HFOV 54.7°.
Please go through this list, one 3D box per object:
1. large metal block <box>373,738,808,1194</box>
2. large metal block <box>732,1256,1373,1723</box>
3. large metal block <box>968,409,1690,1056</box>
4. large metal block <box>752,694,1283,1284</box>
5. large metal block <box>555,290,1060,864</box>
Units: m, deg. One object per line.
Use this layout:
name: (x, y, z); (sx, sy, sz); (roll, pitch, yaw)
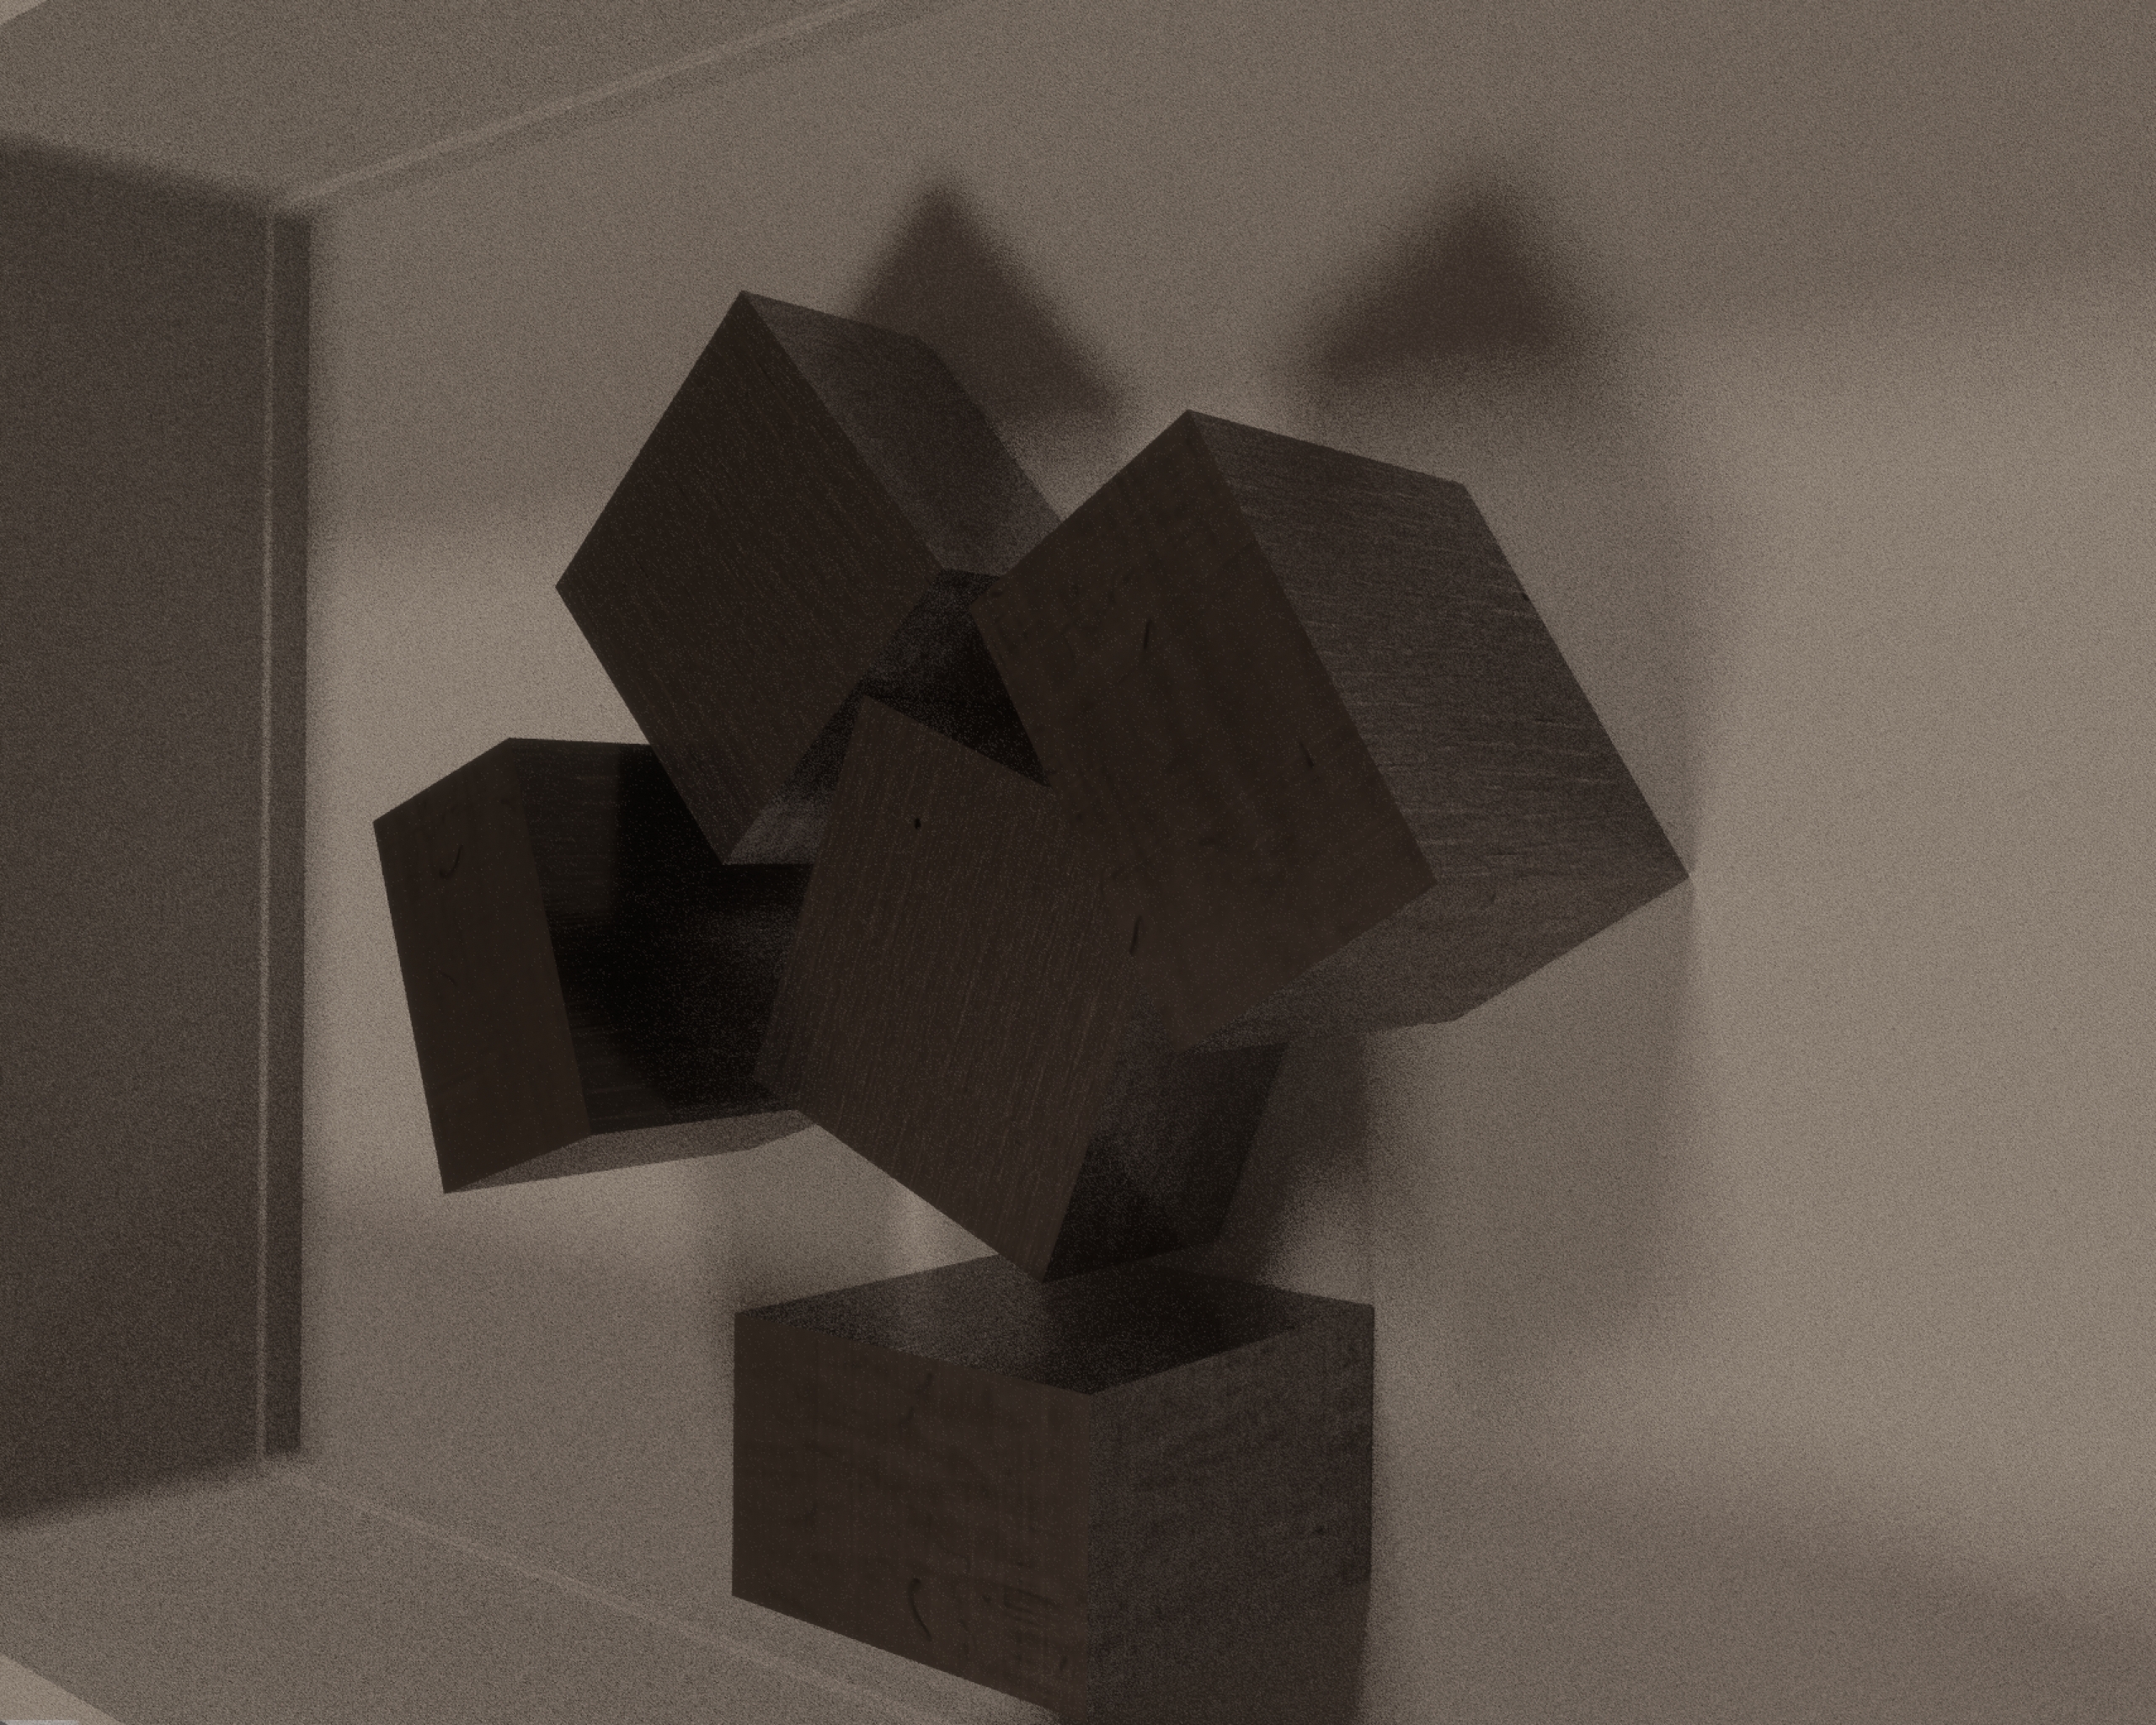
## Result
large metal block: (-0.093, 0.021, 0.444); (0.050, 0.081, 0.080); (-24, 75, 37)
large metal block: (-0.004, 0.104, 0.371); (0.080, 0.081, 0.050); (1, 91, 39)
large metal block: (0.041, -0.019, 0.333); (0.050, 0.081, 0.080); (-38, 67, 33)
large metal block: (-0.007, 0.021, 0.393); (0.080, 0.050, 0.079); (28, 108, 36)
large metal block: (-0.052, -0.056, 0.429); (0.080, 0.050, 0.080); (-49, 61, 28)
